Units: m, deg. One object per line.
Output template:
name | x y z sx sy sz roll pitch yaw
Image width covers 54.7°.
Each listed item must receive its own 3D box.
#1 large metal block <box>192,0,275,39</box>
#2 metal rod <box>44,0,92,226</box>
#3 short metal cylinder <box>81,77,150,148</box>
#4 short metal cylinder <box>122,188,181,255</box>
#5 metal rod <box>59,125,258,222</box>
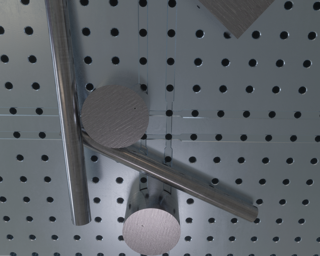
large metal block | 0.082 -0.158 0.342 0.080 0.050 0.080 40 105 -14
metal rod | -0.112 -0.022 0.382 0.025 0.025 0.298 -3 102 1
short metal cylinder | -0.053 -0.021 0.392 0.081 0.050 0.079 0 110 0
short metal cylinder | -0.012 0.136 0.450 0.081 0.050 0.079 0 110 0
metal rod | 0.005 0.064 0.436 0.301 0.025 0.025 26 108 -10
